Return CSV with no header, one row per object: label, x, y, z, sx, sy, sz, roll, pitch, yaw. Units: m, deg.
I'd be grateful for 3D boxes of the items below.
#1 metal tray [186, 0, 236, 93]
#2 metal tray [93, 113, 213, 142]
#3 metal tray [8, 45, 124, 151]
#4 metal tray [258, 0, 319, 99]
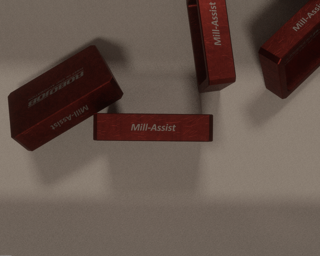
metal tray,0.059,-0.113,0.379,0.030,0.090,0.129,-8,90,0
metal tray,-0.008,-0.001,0.378,0.131,0.090,0.030,1,91,-1
metal tray,-0.119,-0.040,0.380,0.130,0.030,0.090,-31,47,-1
metal tray,0.184,-0.107,0.380,0.130,0.090,0.030,-44,56,0
